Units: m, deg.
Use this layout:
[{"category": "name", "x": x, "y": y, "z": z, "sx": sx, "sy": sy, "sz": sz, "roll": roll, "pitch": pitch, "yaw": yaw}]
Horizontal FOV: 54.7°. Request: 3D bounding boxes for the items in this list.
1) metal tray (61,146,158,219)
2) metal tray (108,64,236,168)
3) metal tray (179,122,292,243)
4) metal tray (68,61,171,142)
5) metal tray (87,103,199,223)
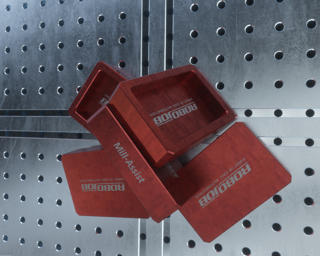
[{"category": "metal tray", "x": -0.066, "y": 0.069, "z": 0.407, "sx": 0.130, "sy": 0.030, "sz": 0.089, "roll": -9, "pitch": 98, "yaw": 34}, {"category": "metal tray", "x": 0.019, "y": -0.021, "z": 0.350, "sx": 0.090, "sy": 0.131, "sz": 0.030, "roll": 53, "pitch": 134, "yaw": 12}, {"category": "metal tray", "x": 0.079, "y": 0.065, "z": 0.380, "sx": 0.130, "sy": 0.030, "sz": 0.090, "roll": -43, "pitch": 77, "yaw": 14}, {"category": "metal tray", "x": -0.054, "y": -0.020, "z": 0.427, "sx": 0.130, "sy": 0.030, "sz": 0.090, "roll": 38, "pitch": 102, "yaw": 15}, {"category": "metal tray", "x": -0.015, "y": 0.034, "z": 0.350, "sx": 0.030, "sy": 0.090, "sz": 0.130, "roll": -40, "pitch": 78, "yaw": 15}]
